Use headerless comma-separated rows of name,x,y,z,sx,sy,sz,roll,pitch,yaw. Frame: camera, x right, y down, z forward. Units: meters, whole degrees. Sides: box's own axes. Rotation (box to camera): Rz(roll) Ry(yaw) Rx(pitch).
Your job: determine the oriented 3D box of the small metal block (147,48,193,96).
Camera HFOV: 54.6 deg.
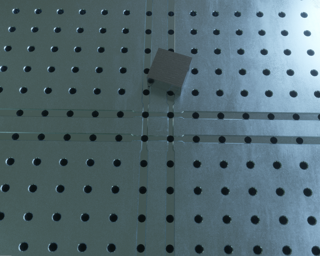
small metal block,0.014,-0.080,0.441,0.050,0.025,0.050,18,71,6
